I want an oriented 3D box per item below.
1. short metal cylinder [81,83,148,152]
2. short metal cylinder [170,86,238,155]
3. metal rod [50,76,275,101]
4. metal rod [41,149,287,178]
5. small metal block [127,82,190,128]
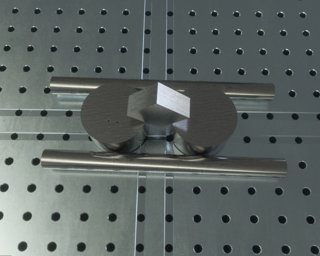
[{"bbox_3d":[-0.056,-0.011,0.398,0.081,0.050,0.080,0,70,0],"label":"short metal cylinder"},{"bbox_3d":[0.054,-0.007,0.398,0.081,0.050,0.080,0,70,0],"label":"short metal cylinder"},{"bbox_3d":[0.003,-0.054,0.428,0.302,0.025,0.025,2,70,0],"label":"metal rod"},{"bbox_3d":[0.005,0.045,0.392,0.302,0.025,0.025,2,70,0],"label":"metal rod"},{"bbox_3d":[-0.001,-0.024,0.355,0.050,0.050,0.025,21,63,-39],"label":"small metal block"}]
